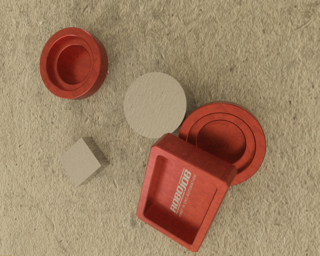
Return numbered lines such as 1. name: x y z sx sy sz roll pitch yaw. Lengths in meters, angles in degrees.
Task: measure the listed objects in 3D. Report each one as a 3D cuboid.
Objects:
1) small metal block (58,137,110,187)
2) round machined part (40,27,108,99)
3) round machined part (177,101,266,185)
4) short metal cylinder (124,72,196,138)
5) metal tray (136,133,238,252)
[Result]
1. small metal block: -0.109 0.048 0.446 0.050 0.025 0.050 -41 78 15
2. round machined part: -0.117 -0.088 0.440 0.098 0.042 0.097 0 90 19
3. round machined part: 0.072 0.016 0.367 0.098 0.042 0.097 3 102 13
4. short metal cylinder: 0.001 -0.027 0.394 0.080 0.050 0.079 0 90 19
5. metal tray: 0.025 0.079 0.364 0.090 0.030 0.129 27 129 17
